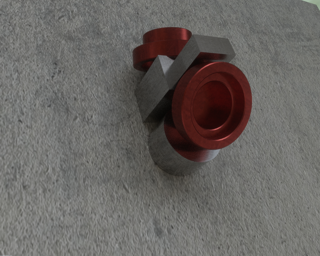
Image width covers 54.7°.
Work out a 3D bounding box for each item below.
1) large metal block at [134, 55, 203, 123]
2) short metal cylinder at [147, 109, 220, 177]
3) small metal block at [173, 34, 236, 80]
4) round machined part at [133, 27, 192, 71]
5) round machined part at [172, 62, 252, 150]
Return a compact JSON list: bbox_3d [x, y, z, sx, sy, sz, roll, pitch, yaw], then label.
[{"bbox_3d":[0.022,-0.049,0.412,0.081,0.080,0.050,-2,63,-30],"label":"large metal block"},{"bbox_3d":[0.030,0.017,0.398,0.081,0.050,0.080,14,56,-21],"label":"short metal cylinder"},{"bbox_3d":[0.051,-0.081,0.364,0.050,0.050,0.025,-3,63,-30],"label":"small metal block"},{"bbox_3d":[0.011,-0.107,0.426,0.099,0.098,0.042,-2,88,-30],"label":"round machined part"},{"bbox_3d":[0.055,-0.027,0.357,0.099,0.042,0.097,-7,103,-28],"label":"round machined part"}]
